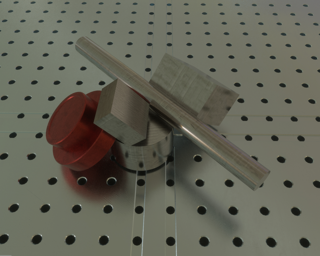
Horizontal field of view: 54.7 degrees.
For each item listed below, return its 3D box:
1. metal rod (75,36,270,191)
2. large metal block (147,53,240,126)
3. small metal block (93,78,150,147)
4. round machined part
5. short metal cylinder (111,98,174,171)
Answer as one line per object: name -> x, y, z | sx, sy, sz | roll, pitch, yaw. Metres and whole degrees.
metal rod -> -0.005, -0.033, 0.366 | 0.025, 0.025, 0.300 | -36, 59, -26
large metal block -> 0.044, -0.047, 0.399 | 0.080, 0.050, 0.080 | 39, 17, 27
small metal block -> -0.039, -0.016, 0.332 | 0.025, 0.050, 0.050 | -27, 42, 32
round machined part -> -0.094, -0.003, 0.360 | 0.098, 0.042, 0.098 | -24, 48, 30
short metal cylinder -> -0.023, 0.005, 0.381 | 0.081, 0.050, 0.080 | 0, 50, 0
